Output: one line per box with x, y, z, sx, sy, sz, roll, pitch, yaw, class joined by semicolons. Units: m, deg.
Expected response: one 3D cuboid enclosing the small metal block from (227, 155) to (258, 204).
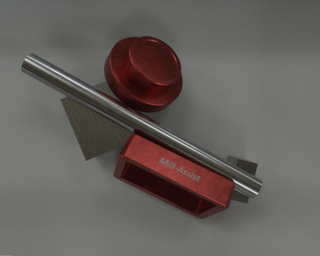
0.100;0.064;0.399;0.025;0.050;0.050;15;90;0;small metal block

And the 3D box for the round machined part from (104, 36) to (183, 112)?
-0.014;-0.071;0.375;0.099;0.042;0.098;14;59;-25;round machined part

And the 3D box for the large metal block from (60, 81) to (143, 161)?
-0.067;-0.013;0.396;0.080;0.050;0.080;-22;90;-1;large metal block

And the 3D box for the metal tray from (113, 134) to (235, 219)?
0.012;0.063;0.374;0.131;0.090;0.030;26;63;-1;metal tray

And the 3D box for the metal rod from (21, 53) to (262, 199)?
-0.020;-0.002;0.358;0.301;0.025;0.025;29;90;-1;metal rod
